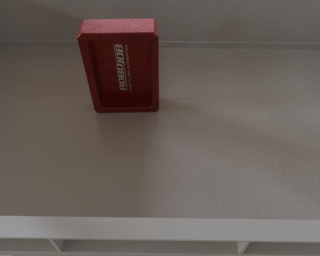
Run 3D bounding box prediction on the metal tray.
[{"bbox_3d":[-0.047,-0.074,0.399,0.090,0.129,0.030,-1,50,-1],"label":"metal tray"}]
